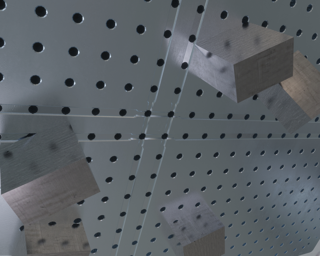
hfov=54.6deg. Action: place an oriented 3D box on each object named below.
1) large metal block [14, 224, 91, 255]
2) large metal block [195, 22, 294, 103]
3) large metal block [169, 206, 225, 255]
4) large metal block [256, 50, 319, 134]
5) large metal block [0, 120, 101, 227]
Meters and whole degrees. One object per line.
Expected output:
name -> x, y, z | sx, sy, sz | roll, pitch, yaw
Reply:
large metal block -> -0.151, 0.179, 0.423 | 0.081, 0.050, 0.080 | 11, 113, -33
large metal block -> 0.101, -0.083, 0.379 | 0.080, 0.080, 0.050 | -26, 128, -12
large metal block -> 0.068, 0.200, 0.554 | 0.081, 0.050, 0.080 | -20, 126, -17
large metal block -> 0.185, -0.046, 0.427 | 0.050, 0.080, 0.080 | -36, 165, -5
large metal block -> -0.121, 0.045, 0.337 | 0.080, 0.080, 0.050 | -24, 127, -14
